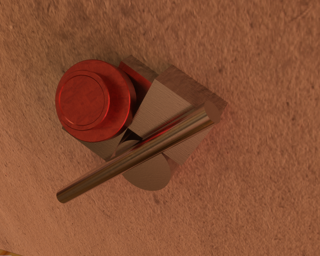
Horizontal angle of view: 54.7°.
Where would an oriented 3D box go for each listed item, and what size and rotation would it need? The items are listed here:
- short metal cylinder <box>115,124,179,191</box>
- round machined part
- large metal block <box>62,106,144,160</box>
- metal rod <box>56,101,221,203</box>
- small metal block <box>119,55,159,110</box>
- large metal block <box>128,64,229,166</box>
[{"bbox_3d":[-0.013,0.038,0.420,0.080,0.050,0.079,13,124,20],"label":"short metal cylinder"},{"bbox_3d":[-0.081,-0.031,0.362,0.098,0.042,0.097,1,93,17],"label":"round machined part"},{"bbox_3d":[-0.076,-0.014,0.421,0.080,0.050,0.079,36,129,3],"label":"large metal block"},{"bbox_3d":[-0.050,0.045,0.396,0.299,0.025,0.025,-31,101,38],"label":"metal rod"},{"bbox_3d":[-0.031,-0.054,0.389,0.050,0.025,0.050,37,129,3],"label":"small metal block"},{"bbox_3d":[0.021,-0.015,0.371,0.080,0.050,0.079,36,129,4],"label":"large metal block"}]
